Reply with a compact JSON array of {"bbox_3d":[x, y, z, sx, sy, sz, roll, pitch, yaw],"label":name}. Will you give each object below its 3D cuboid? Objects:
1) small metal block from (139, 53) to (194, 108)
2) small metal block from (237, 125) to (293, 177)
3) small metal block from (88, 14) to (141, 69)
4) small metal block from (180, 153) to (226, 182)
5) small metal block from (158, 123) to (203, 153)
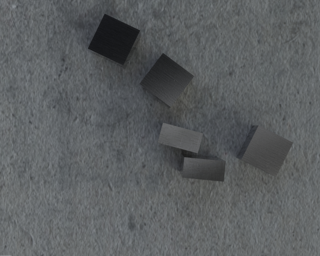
[{"bbox_3d":[0.009,-0.062,0.410,0.050,0.025,0.050,37,90,-1],"label":"small metal block"},{"bbox_3d":[0.138,0.030,0.412,0.050,0.025,0.050,27,90,-1],"label":"small metal block"},{"bbox_3d":[-0.059,-0.114,0.409,0.050,0.025,0.050,25,90,-1],"label":"small metal block"},{"bbox_3d":[0.053,0.050,0.398,0.050,0.050,0.025,6,90,-1],"label":"small metal block"},{"bbox_3d":[0.025,0.012,0.398,0.050,0.050,0.025,15,90,-1],"label":"small metal block"}]
